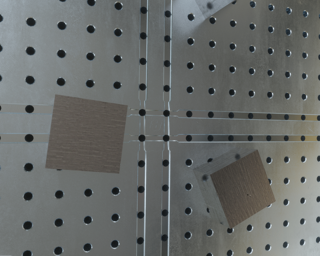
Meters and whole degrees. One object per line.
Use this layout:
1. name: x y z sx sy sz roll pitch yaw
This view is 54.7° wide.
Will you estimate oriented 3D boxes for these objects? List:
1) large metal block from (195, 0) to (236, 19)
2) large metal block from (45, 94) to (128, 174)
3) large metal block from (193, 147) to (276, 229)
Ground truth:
1. large metal block: 0.098 -0.201 0.421 0.080 0.080 0.050 -36 102 -17
2. large metal block: -0.088 0.008 0.367 0.081 0.050 0.080 8 88 -20
3. large metal block: 0.105 0.081 0.440 0.081 0.050 0.080 -24 98 -19
